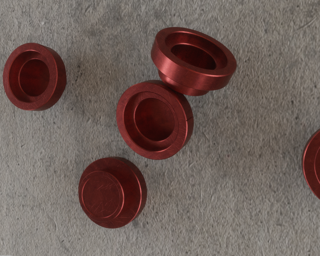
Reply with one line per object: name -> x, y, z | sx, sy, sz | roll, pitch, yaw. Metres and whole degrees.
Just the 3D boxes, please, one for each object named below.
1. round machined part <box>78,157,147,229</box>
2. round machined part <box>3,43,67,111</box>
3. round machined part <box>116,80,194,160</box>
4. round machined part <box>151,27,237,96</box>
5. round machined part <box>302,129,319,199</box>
round machined part -> -0.071, 0.090, 0.425 | 0.098, 0.042, 0.097 | 0, 90, 20
round machined part -> -0.181, -0.074, 0.464 | 0.098, 0.042, 0.097 | 0, 90, 20
round machined part -> -0.003, -0.013, 0.391 | 0.098, 0.042, 0.097 | 10, 111, 26
round machined part -> 0.036, -0.075, 0.366 | 0.098, 0.099, 0.042 | 37, 133, 16
round machined part -> 0.204, 0.038, 0.328 | 0.098, 0.042, 0.097 | 0, 90, 20
